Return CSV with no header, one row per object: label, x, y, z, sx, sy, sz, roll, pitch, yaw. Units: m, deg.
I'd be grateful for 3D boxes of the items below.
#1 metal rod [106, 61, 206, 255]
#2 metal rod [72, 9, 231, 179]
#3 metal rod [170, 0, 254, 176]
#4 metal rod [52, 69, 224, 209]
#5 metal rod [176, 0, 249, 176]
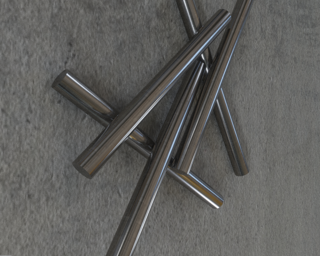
metal rod,0.003,0.029,0.374,0.025,0.025,0.300,45,53,-31
metal rod,0.007,-0.059,0.378,0.301,0.025,0.025,-50,120,-28
metal rod,0.080,-0.075,0.440,0.025,0.025,0.300,36,68,-35
metal rod,-0.008,0.031,0.400,0.301,0.025,0.025,41,65,-33
metal rod,0.085,-0.057,0.478,0.025,0.025,0.299,-35,112,-35
